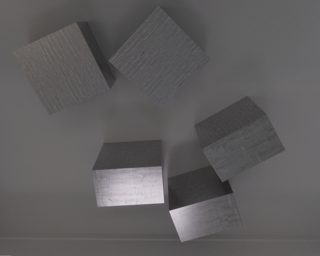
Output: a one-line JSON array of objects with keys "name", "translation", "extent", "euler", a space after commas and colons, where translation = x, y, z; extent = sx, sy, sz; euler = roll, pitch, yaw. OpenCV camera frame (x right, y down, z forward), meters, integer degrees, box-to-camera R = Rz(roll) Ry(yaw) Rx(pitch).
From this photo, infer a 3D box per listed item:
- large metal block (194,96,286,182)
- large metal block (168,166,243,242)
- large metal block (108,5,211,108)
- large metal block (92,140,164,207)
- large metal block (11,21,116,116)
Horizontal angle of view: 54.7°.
[{"name": "large metal block", "translation": [0.094, 0.011, 0.387], "extent": [0.080, 0.080, 0.050], "euler": [-30, 108, 10]}, {"name": "large metal block", "translation": [0.057, 0.097, 0.418], "extent": [0.080, 0.080, 0.050], "euler": [-17, 109, 6]}, {"name": "large metal block", "translation": [0.000, -0.084, 0.367], "extent": [0.080, 0.050, 0.080], "euler": [42, 105, -14]}, {"name": "large metal block", "translation": [-0.037, 0.056, 0.402], "extent": [0.080, 0.080, 0.050], "euler": [-3, 110, 1]}, {"name": "large metal block", "translation": [-0.110, -0.072, 0.370], "extent": [0.080, 0.050, 0.080], "euler": [-22, 109, 8]}]
